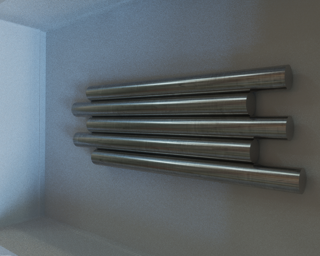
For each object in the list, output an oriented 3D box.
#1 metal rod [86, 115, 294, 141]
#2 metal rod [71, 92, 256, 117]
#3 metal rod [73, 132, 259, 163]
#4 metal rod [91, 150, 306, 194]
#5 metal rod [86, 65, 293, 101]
[{"bbox_3d":[0.010,-0.002,0.395,0.300,0.025,0.025,1,91,39],"label":"metal rod"},{"bbox_3d":[-0.020,-0.028,0.420,0.300,0.025,0.025,1,91,39],"label":"metal rod"},{"bbox_3d":[-0.017,0.022,0.417,0.300,0.025,0.025,1,91,39],"label":"metal rod"},{"bbox_3d":[0.019,0.048,0.388,0.300,0.025,0.025,1,91,39],"label":"metal rod"},{"bbox_3d":[0.009,-0.052,0.396,0.300,0.025,0.025,1,91,39],"label":"metal rod"}]
